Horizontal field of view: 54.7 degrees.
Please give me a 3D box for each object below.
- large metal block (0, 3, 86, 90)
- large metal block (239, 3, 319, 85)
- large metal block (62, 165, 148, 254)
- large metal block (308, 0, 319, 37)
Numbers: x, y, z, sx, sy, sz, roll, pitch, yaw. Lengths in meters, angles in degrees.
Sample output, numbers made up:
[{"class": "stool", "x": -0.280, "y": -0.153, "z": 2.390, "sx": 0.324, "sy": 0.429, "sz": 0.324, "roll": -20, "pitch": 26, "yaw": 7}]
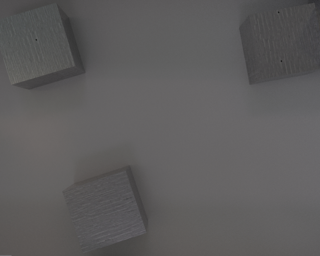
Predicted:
[{"class": "large metal block", "x": -0.152, "y": -0.102, "z": 0.398, "sx": 0.080, "sy": 0.050, "sz": 0.080, "roll": -17, "pitch": 90, "yaw": 0}, {"class": "large metal block", "x": 0.155, "y": -0.105, "z": 0.399, "sx": 0.080, "sy": 0.050, "sz": 0.080, "roll": -10, "pitch": 90, "yaw": 0}, {"class": "large metal block", "x": -0.067, "y": 0.101, "z": 0.398, "sx": 0.080, "sy": 0.050, "sz": 0.080, "roll": -18, "pitch": 90, "yaw": 0}, {"class": "large metal block", "x": 0.232, "y": -0.127, "z": 0.371, "sx": 0.080, "sy": 0.080, "sz": 0.050, "roll": -10, "pitch": 129, "yaw": 12}]
